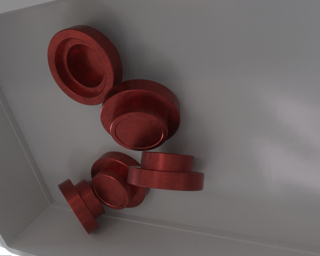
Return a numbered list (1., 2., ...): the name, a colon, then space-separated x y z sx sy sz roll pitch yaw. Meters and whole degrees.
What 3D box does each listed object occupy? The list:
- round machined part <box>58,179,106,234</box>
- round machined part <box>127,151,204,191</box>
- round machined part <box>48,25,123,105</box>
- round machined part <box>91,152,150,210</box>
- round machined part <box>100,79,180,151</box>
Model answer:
1. round machined part: -0.128 0.126 0.524 0.098 0.042 0.098 47 158 27
2. round machined part: 0.009 0.054 0.403 0.098 0.098 0.042 3 84 27
3. round machined part: -0.090 -0.082 0.395 0.098 0.042 0.097 13 124 21
4. round machined part: -0.069 0.089 0.489 0.098 0.042 0.097 13 124 21
5. round machined part: -0.024 -0.009 0.380 0.099 0.042 0.097 1 136 1
